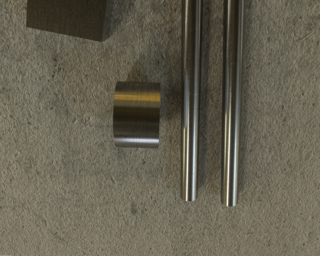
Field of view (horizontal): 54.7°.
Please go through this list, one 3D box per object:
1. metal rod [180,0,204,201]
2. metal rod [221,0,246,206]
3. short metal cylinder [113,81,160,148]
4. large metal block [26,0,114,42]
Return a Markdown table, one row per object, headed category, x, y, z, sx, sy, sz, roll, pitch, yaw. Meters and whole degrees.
| category | x | y | z | sx | sy | sz | roll | pitch | yaw |
| --- | --- | --- | --- | --- | --- | --- | --- | --- | --- |
| metal rod | 0.039 | -0.041 | 0.395 | 0.025 | 0.025 | 0.298 | -1 | 110 | 0 |
| metal rod | 0.093 | -0.033 | 0.399 | 0.025 | 0.025 | 0.298 | -3 | 110 | 1 |
| short metal cylinder | -0.026 | -0.016 | 0.374 | 0.050 | 0.080 | 0.079 | 2 | 110 | -1 |
| large metal block | -0.095 | -0.145 | 0.342 | 0.081 | 0.050 | 0.079 | 10 | 110 | -4 |
